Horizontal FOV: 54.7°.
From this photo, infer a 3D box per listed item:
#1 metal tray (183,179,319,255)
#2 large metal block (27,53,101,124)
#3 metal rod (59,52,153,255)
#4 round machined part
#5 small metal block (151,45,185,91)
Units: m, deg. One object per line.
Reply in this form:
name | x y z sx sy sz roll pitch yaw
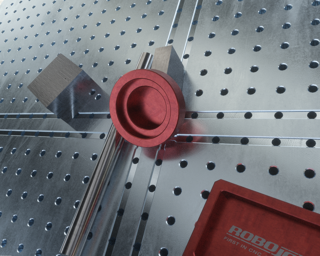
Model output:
metal tray | 0.097 0.111 0.285 0.130 0.030 0.090 16 70 34
large metal block | -0.160 -0.067 0.515 0.080 0.050 0.080 -48 52 -6
metal rod | -0.063 0.021 0.427 0.025 0.025 0.300 5 64 30
round machined part | -0.013 -0.027 0.399 0.098 0.042 0.097 6 104 25
small metal block | 0.012 -0.078 0.432 0.025 0.050 0.050 -5 59 25
